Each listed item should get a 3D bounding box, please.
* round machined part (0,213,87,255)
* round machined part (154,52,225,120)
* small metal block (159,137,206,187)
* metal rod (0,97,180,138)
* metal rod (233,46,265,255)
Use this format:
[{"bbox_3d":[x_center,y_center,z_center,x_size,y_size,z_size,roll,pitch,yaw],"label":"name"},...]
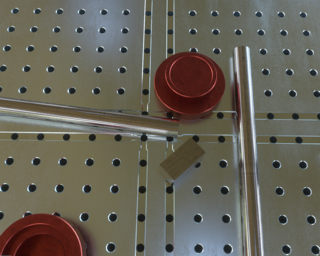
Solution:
[{"bbox_3d":[-0.132,0.148,0.348,0.099,0.042,0.098,0,70,0],"label":"round machined part"},{"bbox_3d":[0.041,-0.064,0.426,0.099,0.042,0.098,0,70,0],"label":"round machined part"},{"bbox_3d":[0.026,0.044,0.383,0.050,0.050,0.025,-40,75,-13],"label":"small metal block"},{"bbox_3d":[-0.125,-0.018,0.417,0.302,0.025,0.025,7,70,2],"label":"metal rod"},{"bbox_3d":[0.113,0.028,0.402,0.025,0.025,0.299,2,70,1],"label":"metal rod"}]
